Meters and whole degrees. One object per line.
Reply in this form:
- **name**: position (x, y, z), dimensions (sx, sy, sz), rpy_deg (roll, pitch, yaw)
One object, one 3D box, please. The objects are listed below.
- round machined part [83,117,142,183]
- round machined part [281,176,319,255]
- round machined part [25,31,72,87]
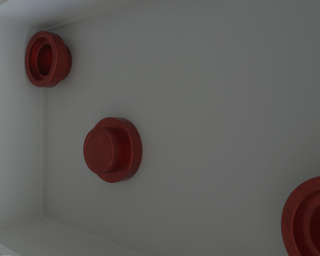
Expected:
- **round machined part**: position (-0.076, 0.033, 0.459), dimensions (0.098, 0.042, 0.097), rpy_deg (0, 90, 40)
- **round machined part**: position (0.157, 0.087, 0.257), dimensions (0.098, 0.042, 0.097), rpy_deg (-7, 81, 52)
- **round machined part**: position (-0.196, -0.121, 0.556), dimensions (0.098, 0.042, 0.097), rpy_deg (1, 92, 37)
